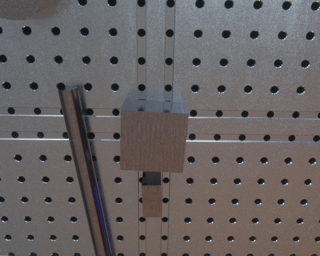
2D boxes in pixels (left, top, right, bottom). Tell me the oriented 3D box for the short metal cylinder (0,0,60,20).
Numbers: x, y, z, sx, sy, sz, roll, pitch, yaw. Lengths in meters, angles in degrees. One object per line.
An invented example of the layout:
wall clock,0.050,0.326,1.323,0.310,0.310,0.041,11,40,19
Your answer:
short metal cylinder,-0.155,-0.160,0.339,0.081,0.050,0.079,0,110,-1

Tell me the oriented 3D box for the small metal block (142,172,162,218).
small metal block,-0.011,0.089,0.433,0.025,0.050,0.050,-1,110,0

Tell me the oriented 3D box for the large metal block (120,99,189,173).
large metal block,-0.008,0.009,0.404,0.081,0.050,0.079,3,110,-2

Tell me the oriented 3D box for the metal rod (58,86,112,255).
metal rod,-0.101,0.089,0.444,0.025,0.025,0.298,-6,110,2
